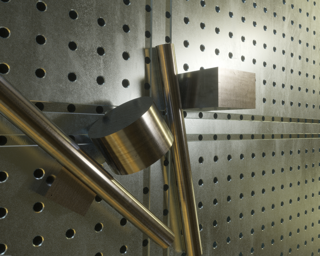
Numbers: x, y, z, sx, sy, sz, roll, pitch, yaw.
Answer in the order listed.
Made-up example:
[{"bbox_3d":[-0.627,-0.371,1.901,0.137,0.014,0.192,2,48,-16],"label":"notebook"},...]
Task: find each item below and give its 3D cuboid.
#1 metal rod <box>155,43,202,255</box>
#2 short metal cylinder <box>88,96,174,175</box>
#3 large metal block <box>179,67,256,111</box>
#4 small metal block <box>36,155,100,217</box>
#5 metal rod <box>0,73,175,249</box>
[{"bbox_3d":[0.028,0.036,0.432,0.025,0.025,0.298,-14,99,-39],"label":"metal rod"},{"bbox_3d":[-0.032,0.007,0.347,0.080,0.080,0.050,-43,117,-31],"label":"short metal cylinder"},{"bbox_3d":[0.077,-0.052,0.438,0.081,0.080,0.050,-1,91,-40],"label":"large metal block"},{"bbox_3d":[-0.093,0.059,0.331,0.050,0.025,0.050,41,65,-33],"label":"small metal block"},{"bbox_3d":[-0.078,0.037,0.310,0.300,0.025,0.025,49,61,-29],"label":"metal rod"}]
